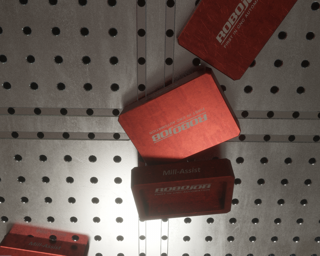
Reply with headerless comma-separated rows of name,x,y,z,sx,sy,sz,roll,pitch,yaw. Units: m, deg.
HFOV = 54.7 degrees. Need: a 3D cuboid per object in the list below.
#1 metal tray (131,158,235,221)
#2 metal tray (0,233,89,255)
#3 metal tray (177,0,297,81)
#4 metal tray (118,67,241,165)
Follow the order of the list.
metal tray,0.031,0.087,0.424,0.131,0.030,0.089,-6,135,1
metal tray,-0.186,0.222,0.490,0.131,0.030,0.089,11,110,-5
metal tray,0.091,-0.133,0.363,0.090,0.030,0.129,31,107,-11
metal tray,0.024,-0.009,0.397,0.130,0.030,0.090,-25,109,18
